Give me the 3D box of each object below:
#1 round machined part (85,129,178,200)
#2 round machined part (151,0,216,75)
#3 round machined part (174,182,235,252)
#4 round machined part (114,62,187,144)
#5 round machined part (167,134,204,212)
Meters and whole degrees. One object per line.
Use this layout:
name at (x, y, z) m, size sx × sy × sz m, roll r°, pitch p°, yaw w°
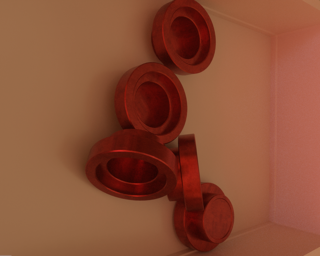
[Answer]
round machined part at (-0.029, 0.038, 0.342) m, size 0.098 × 0.098 × 0.042 m, roll 41°, pitch 39°, yaw -33°
round machined part at (0.027, -0.120, 0.418) m, size 0.099 × 0.042 × 0.097 m, roll 0°, pitch 90°, yaw -40°
round machined part at (0.071, 0.129, 0.450) m, size 0.099 × 0.042 × 0.097 m, roll 5°, pitch 82°, yaw -40°
round machined part at (-0.015, -0.027, 0.378) m, size 0.099 × 0.042 × 0.097 m, roll 6°, pitch 81°, yaw -42°
round machined part at (0.029, 0.058, 0.398) m, size 0.098 × 0.042 × 0.097 m, roll -8°, pitch 91°, yaw -84°
